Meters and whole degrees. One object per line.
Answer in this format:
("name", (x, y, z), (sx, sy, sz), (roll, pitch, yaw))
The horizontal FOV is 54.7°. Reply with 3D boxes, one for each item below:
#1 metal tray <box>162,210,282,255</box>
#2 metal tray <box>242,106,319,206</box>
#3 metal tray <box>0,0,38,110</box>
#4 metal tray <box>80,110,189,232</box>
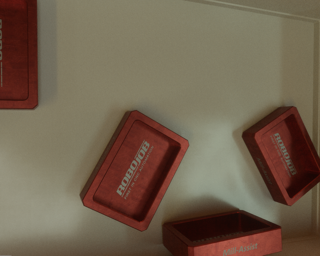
("metal tray", (0.079, 0.142, 0.406), (0.131, 0.090, 0.030), (-4, 92, -20))
("metal tray", (0.195, 0.042, 0.481), (0.091, 0.030, 0.130), (-32, 101, -17))
("metal tray", (-0.183, -0.085, 0.340), (0.091, 0.030, 0.129), (-1, 90, -21))
("metal tray", (-0.031, 0.053, 0.397), (0.090, 0.030, 0.130), (31, 80, -18))
